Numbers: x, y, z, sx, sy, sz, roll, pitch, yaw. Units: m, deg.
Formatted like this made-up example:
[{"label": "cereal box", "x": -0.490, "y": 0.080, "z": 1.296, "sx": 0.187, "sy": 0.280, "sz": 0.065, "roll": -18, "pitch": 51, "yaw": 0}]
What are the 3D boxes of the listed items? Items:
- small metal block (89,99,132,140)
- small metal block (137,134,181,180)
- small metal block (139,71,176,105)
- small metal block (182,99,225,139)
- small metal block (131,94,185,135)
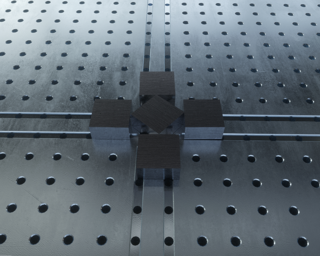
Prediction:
[{"label": "small metal block", "x": -0.064, "y": -0.012, "z": 0.417, "sx": 0.050, "sy": 0.025, "sz": 0.050, "roll": 1, "pitch": 50, "yaw": 0}, {"label": "small metal block", "x": -0.002, "y": 0.035, "z": 0.378, "sx": 0.050, "sy": 0.025, "sz": 0.050, "roll": 0, "pitch": 50, "yaw": 0}, {"label": "small metal block", "x": -0.004, "y": -0.057, "z": 0.456, "sx": 0.050, "sy": 0.025, "sz": 0.050, "roll": 0, "pitch": 50, "yaw": -1}, {"label": "small metal block", "x": 0.057, "y": -0.012, "z": 0.418, "sx": 0.050, "sy": 0.025, "sz": 0.050, "roll": 0, "pitch": 50, "yaw": -1}, {"label": "small metal block", "x": -0.003, "y": -0.012, "z": 0.417, "sx": 0.050, "sy": 0.025, "sz": 0.050, "roll": 35, "pitch": 58, "yaw": 25}]
